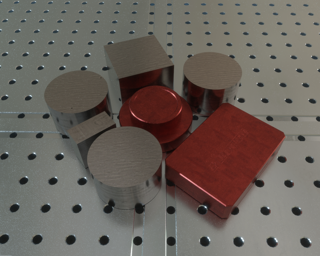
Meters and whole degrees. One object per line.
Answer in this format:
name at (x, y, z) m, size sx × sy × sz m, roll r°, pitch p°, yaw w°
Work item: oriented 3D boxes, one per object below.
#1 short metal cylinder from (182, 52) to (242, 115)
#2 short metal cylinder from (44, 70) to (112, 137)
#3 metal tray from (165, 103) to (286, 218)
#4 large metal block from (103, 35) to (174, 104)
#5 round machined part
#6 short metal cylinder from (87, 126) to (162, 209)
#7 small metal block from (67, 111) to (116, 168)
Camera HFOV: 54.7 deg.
short metal cylinder at (0.072, -0.064, 0.445) m, size 0.080 × 0.050 × 0.080 m, roll 0°, pitch 50°, yaw 0°
short metal cylinder at (-0.107, -0.032, 0.417) m, size 0.080 × 0.050 × 0.080 m, roll 0°, pitch 50°, yaw 0°
metal tray at (0.079, 0.032, 0.376) m, size 0.090 × 0.030 × 0.131 m, roll 33°, pitch 57°, yaw 25°
large metal block at (-0.032, -0.090, 0.466) m, size 0.081 × 0.050 × 0.080 m, roll -17°, pitch 52°, yaw -14°
round machined part at (-0.006, -0.019, 0.411) m, size 0.099 × 0.042 × 0.098 m, roll 0°, pitch 50°, yaw 0°
short metal cylinder at (-0.038, 0.044, 0.353) m, size 0.080 × 0.050 × 0.080 m, roll 0°, pitch 50°, yaw 0°
small metal block at (-0.079, 0.015, 0.377) m, size 0.050 × 0.050 × 0.025 m, roll -30°, pitch 56°, yaw -23°
